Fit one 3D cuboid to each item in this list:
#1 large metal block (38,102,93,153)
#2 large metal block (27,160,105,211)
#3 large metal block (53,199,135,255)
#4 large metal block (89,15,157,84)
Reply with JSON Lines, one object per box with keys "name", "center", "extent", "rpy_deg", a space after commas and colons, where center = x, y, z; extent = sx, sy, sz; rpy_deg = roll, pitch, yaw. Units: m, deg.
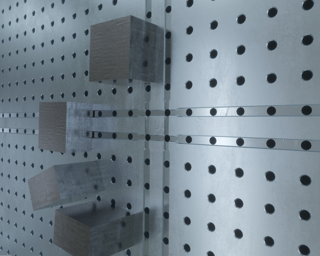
{"name": "large metal block", "center": [-0.160, -0.003, 0.522], "extent": [0.080, 0.050, 0.079], "rpy_deg": [4, 92, 39]}
{"name": "large metal block", "center": [-0.149, 0.091, 0.494], "extent": [0.080, 0.081, 0.050], "rpy_deg": [-27, 73, 36]}
{"name": "large metal block", "center": [-0.095, 0.146, 0.450], "extent": [0.080, 0.081, 0.050], "rpy_deg": [9, 96, 39]}
{"name": "large metal block", "center": [-0.053, -0.104, 0.435], "extent": [0.080, 0.050, 0.079], "rpy_deg": [3, 92, 39]}
